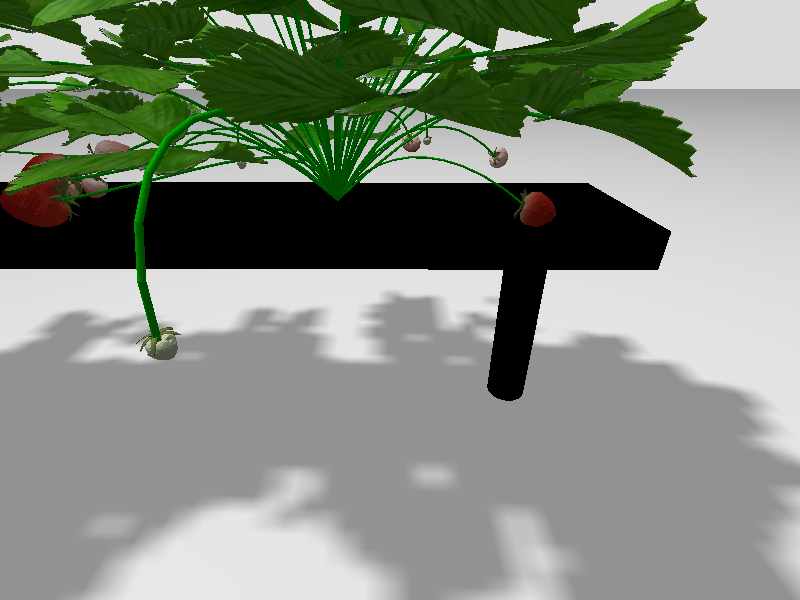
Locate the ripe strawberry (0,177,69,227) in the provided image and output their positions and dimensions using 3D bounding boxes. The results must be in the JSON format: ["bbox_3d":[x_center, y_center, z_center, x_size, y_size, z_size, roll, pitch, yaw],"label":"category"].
[{"bbox_3d":[-0.257,-0.070,0.282,0.035,0.037,0.033,-10,31,-16],"label":"ripe strawberry"}]

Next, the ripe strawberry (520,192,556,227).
[{"bbox_3d":[0.097,-0.063,0.282,0.024,0.025,0.022,25,36,15],"label":"ripe strawberry"}]

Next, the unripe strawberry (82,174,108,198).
[{"bbox_3d":[-0.269,-0.099,0.353,0.020,0.019,0.018,28,26,-13],"label":"unripe strawberry"}]

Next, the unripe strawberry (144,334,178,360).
[{"bbox_3d":[-0.081,0.016,0.136,0.011,0.010,0.010,3,30,5],"label":"unripe strawberry"}]

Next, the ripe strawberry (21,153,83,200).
[{"bbox_3d":[-0.300,-0.104,0.343,0.042,0.041,0.039,-1,29,0],"label":"ripe strawberry"}]

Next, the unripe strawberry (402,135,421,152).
[{"bbox_3d":[0.016,-0.215,0.554,0.027,0.024,0.024,8,-17,14],"label":"unripe strawberry"}]

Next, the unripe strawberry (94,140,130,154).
[{"bbox_3d":[-0.321,-0.164,0.452,0.037,0.032,0.037,-18,34,-29],"label":"unripe strawberry"}]

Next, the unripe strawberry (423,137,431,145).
[{"bbox_3d":[0.035,-0.207,0.522,0.011,0.010,0.010,12,32,20],"label":"unripe strawberry"}]

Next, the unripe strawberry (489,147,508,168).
[{"bbox_3d":[0.116,-0.164,0.464,0.022,0.023,0.021,-3,25,-41],"label":"unripe strawberry"}]

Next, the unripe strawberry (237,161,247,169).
[{"bbox_3d":[-0.182,-0.157,0.461,0.011,0.011,0.010,-26,38,-38],"label":"unripe strawberry"}]
